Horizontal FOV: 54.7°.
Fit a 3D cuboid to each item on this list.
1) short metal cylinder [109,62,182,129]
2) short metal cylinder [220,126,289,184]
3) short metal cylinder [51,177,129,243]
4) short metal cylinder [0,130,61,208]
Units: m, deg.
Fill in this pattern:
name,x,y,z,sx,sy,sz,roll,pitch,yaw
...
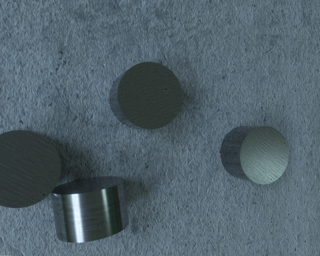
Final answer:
name,x,y,z,sx,sy,sz,roll,pitch,yaw
short metal cylinder,-0.019,-0.038,0.389,0.081,0.050,0.080,0,90,-20
short metal cylinder,0.135,0.037,0.445,0.081,0.050,0.080,0,90,-20
short metal cylinder,-0.078,0.088,0.351,0.081,0.080,0.050,-7,93,-20
short metal cylinder,-0.152,0.042,0.340,0.081,0.050,0.080,0,90,-20
